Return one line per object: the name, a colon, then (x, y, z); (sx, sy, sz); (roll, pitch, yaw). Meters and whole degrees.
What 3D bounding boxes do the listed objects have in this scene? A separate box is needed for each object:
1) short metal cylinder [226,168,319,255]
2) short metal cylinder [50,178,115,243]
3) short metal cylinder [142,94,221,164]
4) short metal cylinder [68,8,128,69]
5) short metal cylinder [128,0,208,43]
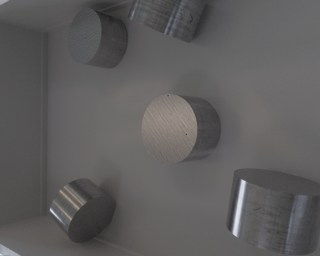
short metal cylinder: (0.105, 0.072, 0.284); (0.080, 0.081, 0.050); (13, 98, 39)
short metal cylinder: (-0.115, 0.123, 0.467); (0.050, 0.081, 0.079); (30, 109, 36)
short metal cylinder: (0.025, 0.001, 0.370); (0.080, 0.050, 0.080); (0, 90, 40)
short metal cylinder: (-0.095, -0.133, 0.469); (0.080, 0.050, 0.080); (0, 90, 40)
short metal cylinder: (0.009, -0.139, 0.364); (0.080, 0.081, 0.050); (35, 112, 34)
